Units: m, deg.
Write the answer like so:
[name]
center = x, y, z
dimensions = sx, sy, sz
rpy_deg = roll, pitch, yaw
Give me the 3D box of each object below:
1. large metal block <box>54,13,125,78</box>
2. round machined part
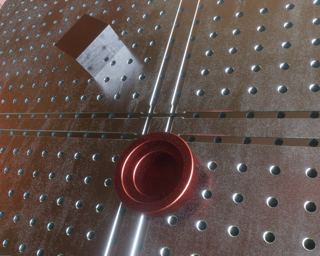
[large metal block]
center = -0.125, -0.147, 0.548
dimensions = 0.080, 0.050, 0.080
rpy_deg = -49, 52, -7
[round machined part]
center = -0.001, 0.057, 0.363
dimensions = 0.098, 0.042, 0.098
rpy_deg = -13, 56, 21
